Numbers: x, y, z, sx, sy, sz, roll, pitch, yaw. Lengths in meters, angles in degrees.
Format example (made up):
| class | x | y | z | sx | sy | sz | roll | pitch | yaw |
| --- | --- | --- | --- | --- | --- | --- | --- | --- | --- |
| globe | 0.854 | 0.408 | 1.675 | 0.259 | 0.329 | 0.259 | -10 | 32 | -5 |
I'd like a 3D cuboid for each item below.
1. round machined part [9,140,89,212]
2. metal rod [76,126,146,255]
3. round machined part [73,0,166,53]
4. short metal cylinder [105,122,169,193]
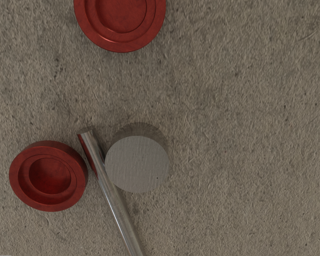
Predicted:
| class | x | y | z | sx | sy | sz | roll | pitch | yaw |
| --- | --- | --- | --- | --- | --- | --- | --- | --- | --- |
| round machined part | -0.147 | 0.061 | 0.422 | 0.099 | 0.042 | 0.097 | 0 | 110 | 0 |
| metal rod | -0.055 | 0.136 | 0.459 | 0.025 | 0.025 | 0.298 | -16 | 110 | 6 |
| round machined part | -0.043 | -0.137 | 0.350 | 0.099 | 0.042 | 0.097 | 0 | 110 | 0 |
| short metal cylinder | -0.029 | 0.038 | 0.410 | 0.081 | 0.050 | 0.079 | 0 | 110 | 0 |
